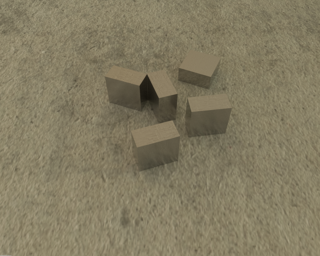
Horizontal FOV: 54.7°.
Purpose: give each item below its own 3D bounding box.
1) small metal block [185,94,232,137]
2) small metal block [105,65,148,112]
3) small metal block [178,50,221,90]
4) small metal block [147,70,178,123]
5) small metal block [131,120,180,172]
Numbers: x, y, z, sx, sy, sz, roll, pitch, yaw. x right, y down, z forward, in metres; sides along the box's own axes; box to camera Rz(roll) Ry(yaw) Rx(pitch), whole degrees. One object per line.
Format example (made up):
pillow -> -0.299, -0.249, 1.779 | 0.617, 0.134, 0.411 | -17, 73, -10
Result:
small metal block -> 0.061, -0.015, 0.401 | 0.050, 0.050, 0.025 | -6, 51, -6
small metal block -> -0.045, -0.055, 0.432 | 0.050, 0.050, 0.025 | 17, 52, 13
small metal block -> 0.062, -0.092, 0.481 | 0.050, 0.025, 0.050 | 19, 52, 15
small metal block -> 0.002, -0.042, 0.423 | 0.025, 0.050, 0.050 | -15, 52, -12
small metal block -> -0.005, 0.022, 0.369 | 0.050, 0.050, 0.025 | -14, 52, -12
